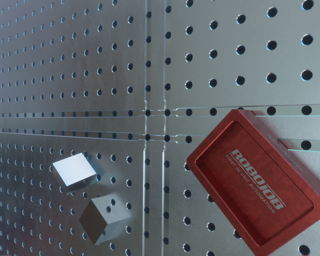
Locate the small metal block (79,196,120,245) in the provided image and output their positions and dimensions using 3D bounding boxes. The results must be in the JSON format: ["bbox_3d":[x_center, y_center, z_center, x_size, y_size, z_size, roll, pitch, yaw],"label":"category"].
[{"bbox_3d":[-0.096,0.145,0.486,0.050,0.025,0.050,46,117,30],"label":"small metal block"}]

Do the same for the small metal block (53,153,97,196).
[{"bbox_3d":[-0.139,0.073,0.501,0.050,0.050,0.025,46,139,29],"label":"small metal block"}]

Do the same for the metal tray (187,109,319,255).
[{"bbox_3d":[0.097,0.054,0.324,0.090,0.030,0.130,-51,60,27],"label":"metal tray"}]
